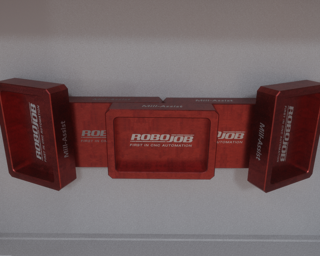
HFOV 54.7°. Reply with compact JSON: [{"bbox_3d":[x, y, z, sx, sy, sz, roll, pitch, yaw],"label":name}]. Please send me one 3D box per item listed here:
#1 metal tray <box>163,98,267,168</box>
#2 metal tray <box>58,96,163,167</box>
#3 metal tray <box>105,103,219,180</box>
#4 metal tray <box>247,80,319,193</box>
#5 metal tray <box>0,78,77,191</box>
[{"bbox_3d":[0.069,0.007,0.411,0.131,0.030,0.089,0,110,0],"label":"metal tray"},{"bbox_3d":[-0.062,0.006,0.409,0.131,0.030,0.089,0,110,0],"label":"metal tray"},{"bbox_3d":[0.002,0.016,0.381,0.131,0.030,0.089,1,110,0],"label":"metal tray"},{"bbox_3d":[0.160,0.009,0.391,0.091,0.030,0.129,-11,113,-27],"label":"metal tray"},{"bbox_3d":[-0.155,0.007,0.389,0.090,0.030,0.129,10,112,23],"label":"metal tray"}]
